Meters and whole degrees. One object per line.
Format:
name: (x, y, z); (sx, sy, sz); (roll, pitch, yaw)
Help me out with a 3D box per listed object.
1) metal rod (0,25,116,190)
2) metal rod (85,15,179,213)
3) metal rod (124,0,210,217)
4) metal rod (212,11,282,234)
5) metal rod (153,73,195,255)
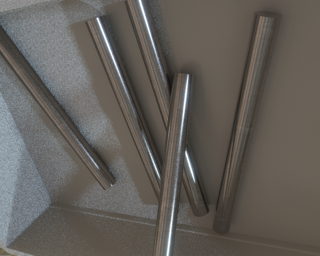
metal rod: (-0.163, -0.028, 0.475); (0.025, 0.025, 0.299); (-25, 106, 36)
metal rod: (-0.030, 0.000, 0.423); (0.025, 0.025, 0.298); (-6, 116, 31)
metal rod: (0.016, -0.010, 0.392); (0.025, 0.025, 0.298); (-4, 117, 30)
metal rod: (0.095, 0.019, 0.369); (0.025, 0.025, 0.298); (15, 125, 19)
metal rod: (0.011, 0.085, 0.375); (0.025, 0.025, 0.298); (9, 97, 23)
